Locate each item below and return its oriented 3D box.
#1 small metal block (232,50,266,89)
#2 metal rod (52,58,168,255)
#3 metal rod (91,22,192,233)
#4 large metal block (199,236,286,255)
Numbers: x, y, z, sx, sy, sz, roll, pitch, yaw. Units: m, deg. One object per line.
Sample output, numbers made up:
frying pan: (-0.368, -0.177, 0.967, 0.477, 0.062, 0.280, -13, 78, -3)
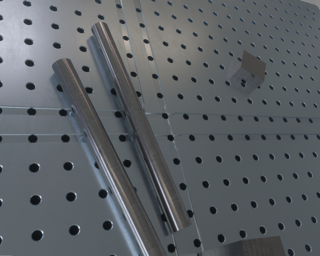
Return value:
small metal block: (0.162, -0.106, 0.560, 0.050, 0.025, 0.050, 28, 52, -11)
metal rod: (-0.054, 0.047, 0.350, 0.025, 0.025, 0.299, -18, 71, -35)
metal rod: (-0.031, -0.015, 0.400, 0.025, 0.025, 0.299, -11, 67, -33)
large metal block: (0.091, 0.163, 0.322, 0.050, 0.080, 0.080, 5, 60, -26)
